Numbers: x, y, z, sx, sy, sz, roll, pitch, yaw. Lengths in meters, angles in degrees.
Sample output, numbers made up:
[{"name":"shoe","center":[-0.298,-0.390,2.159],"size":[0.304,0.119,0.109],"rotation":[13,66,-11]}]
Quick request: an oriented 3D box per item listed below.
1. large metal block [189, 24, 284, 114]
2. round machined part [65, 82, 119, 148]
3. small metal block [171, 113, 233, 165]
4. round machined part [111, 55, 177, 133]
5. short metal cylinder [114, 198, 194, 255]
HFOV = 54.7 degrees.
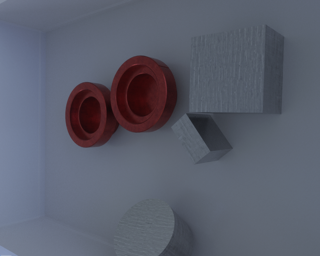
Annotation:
[{"name":"large metal block","center":[0.079,-0.055,0.324],"size":[0.080,0.050,0.079],"rotation":[3,92,39]},{"name":"round machined part","center":[-0.099,-0.020,0.475],"size":[0.098,0.042,0.097],"rotation":[0,90,39]},{"name":"small metal block","center":[0.048,0.011,0.350],"size":[0.025,0.050,0.050],"rotation":[-45,64,31]},{"name":"round machined part","center":[-0.017,-0.043,0.408],"size":[0.098,0.042,0.097],"rotation":[0,90,39]},{"name":"short metal cylinder","center":[-0.007,0.132,0.369],"size":[0.080,0.050,0.080],"rotation":[-21,39,19]}]
